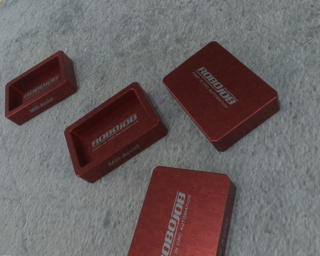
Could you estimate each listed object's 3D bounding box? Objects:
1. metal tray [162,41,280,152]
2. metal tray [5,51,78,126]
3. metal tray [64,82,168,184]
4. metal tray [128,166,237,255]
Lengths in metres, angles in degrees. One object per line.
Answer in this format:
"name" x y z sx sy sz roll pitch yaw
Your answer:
"metal tray" 0.072 -0.044 0.390 0.090 0.030 0.130 -37 51 3
"metal tray" -0.215 -0.072 0.554 0.130 0.030 0.090 -28 52 9
"metal tray" -0.064 0.005 0.429 0.130 0.030 0.090 -33 52 5
"metal tray" 0.021 0.109 0.322 0.090 0.030 0.130 3 63 29
